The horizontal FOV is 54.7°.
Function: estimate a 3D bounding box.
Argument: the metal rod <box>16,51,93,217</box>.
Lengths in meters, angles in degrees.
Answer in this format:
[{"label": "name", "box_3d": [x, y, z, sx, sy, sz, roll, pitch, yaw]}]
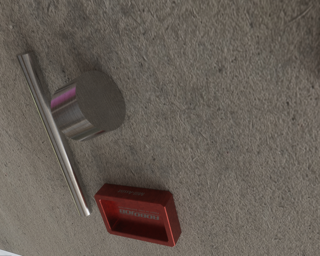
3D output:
[{"label": "metal rod", "box_3d": [-0.164, 0.024, 0.505, 0.025, 0.025, 0.298, 2, 120, 27]}]

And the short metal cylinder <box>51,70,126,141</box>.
[{"label": "short metal cylinder", "box_3d": [-0.091, -0.027, 0.400, 0.050, 0.080, 0.080, -20, 108, 35]}]

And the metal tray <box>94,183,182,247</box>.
[{"label": "metal tray", "box_3d": [-0.037, 0.141, 0.508, 0.130, 0.030, 0.089, 1, 119, 27]}]
